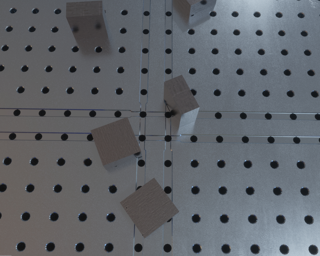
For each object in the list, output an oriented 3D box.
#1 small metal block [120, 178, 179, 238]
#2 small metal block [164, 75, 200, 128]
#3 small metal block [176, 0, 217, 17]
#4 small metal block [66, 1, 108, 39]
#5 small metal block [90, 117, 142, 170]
[{"bbox_3d":[-0.012,0.097,0.376,0.050,0.025,0.050,-35,74,-12],"label":"small metal block"},{"bbox_3d":[0.027,-0.034,0.411,0.025,0.050,0.050,-23,72,-8],"label":"small metal block"},{"bbox_3d":[0.055,-0.212,0.490,0.050,0.025,0.050,-29,73,-11],"label":"small metal block"},{"bbox_3d":[-0.106,-0.158,0.455,0.050,0.050,0.025,-4,70,-2],"label":"small metal block"},{"bbox_3d":[-0.056,0.020,0.404,0.050,0.025,0.050,-21,72,-8],"label":"small metal block"}]
